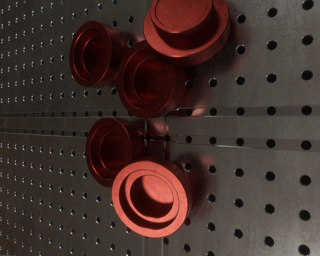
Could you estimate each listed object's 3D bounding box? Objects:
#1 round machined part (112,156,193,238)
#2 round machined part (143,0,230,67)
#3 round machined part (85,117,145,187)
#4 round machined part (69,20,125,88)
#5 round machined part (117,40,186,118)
[{"bbox_3d":[-0.007,0.082,0.388,0.098,0.042,0.097,4,102,19],"label":"round machined part"},{"bbox_3d":[0.027,-0.121,0.346,0.098,0.042,0.098,-6,67,14],"label":"round machined part"},{"bbox_3d":[-0.060,0.034,0.445,0.098,0.042,0.097,0,89,40],"label":"round machined part"},{"bbox_3d":[-0.091,-0.109,0.471,0.098,0.042,0.097,0,90,39],"label":"round machined part"},{"bbox_3d":[-0.007,-0.061,0.402,0.098,0.042,0.097,0,90,39],"label":"round machined part"}]
